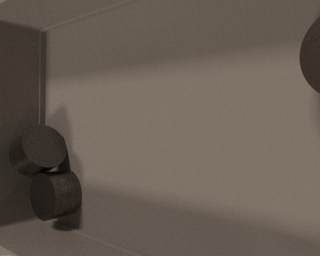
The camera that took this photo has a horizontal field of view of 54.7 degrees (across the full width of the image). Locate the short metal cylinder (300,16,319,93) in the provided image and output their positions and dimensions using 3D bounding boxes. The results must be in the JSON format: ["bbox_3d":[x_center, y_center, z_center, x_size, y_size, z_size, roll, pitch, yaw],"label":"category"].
[{"bbox_3d":[0.164,-0.059,0.254,0.080,0.050,0.079,0,90,39],"label":"short metal cylinder"}]

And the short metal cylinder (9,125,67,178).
[{"bbox_3d":[-0.213,0.041,0.543,0.050,0.081,0.080,-32,70,35],"label":"short metal cylinder"}]

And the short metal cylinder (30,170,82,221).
[{"bbox_3d":[-0.181,0.115,0.536,0.080,0.050,0.079,0,90,39],"label":"short metal cylinder"}]
